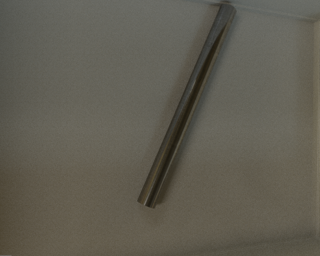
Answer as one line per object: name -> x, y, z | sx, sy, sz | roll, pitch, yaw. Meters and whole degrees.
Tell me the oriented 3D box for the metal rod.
metal rod -> 0.040, -0.036, 0.426 | 0.025, 0.025, 0.299 | 26, 81, -19
